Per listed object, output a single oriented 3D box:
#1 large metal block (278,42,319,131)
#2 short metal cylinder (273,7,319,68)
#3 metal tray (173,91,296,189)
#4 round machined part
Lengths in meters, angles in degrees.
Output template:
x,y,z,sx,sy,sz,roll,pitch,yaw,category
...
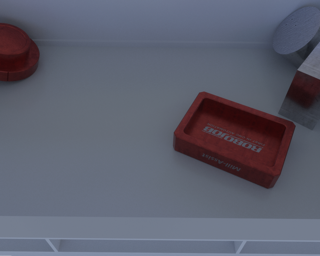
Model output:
x,y,z,sx,sy,sz,roll,pitch,yaw,category
0.213,-0.058,0.421,0.050,0.080,0.080,32,57,23,large metal block
0.225,-0.138,0.479,0.050,0.080,0.080,25,43,-28,short metal cylinder
0.093,0.010,0.394,0.130,0.030,0.090,22,53,17,metal tray
-0.235,-0.121,0.471,0.099,0.042,0.098,15,49,-18,round machined part
